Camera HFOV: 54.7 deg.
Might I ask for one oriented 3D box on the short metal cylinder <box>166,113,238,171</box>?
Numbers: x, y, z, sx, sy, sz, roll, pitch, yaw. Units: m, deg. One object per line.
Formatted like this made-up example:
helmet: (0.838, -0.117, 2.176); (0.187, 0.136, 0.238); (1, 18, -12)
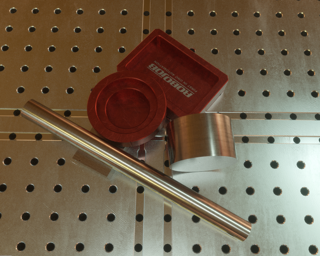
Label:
short metal cylinder: (0.049, 0.020, 0.374); (0.081, 0.080, 0.050); (-4, 70, -2)

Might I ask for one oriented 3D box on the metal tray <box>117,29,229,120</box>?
metal tray: (0.017, -0.070, 0.434); (0.130, 0.030, 0.090); (38, 74, 12)

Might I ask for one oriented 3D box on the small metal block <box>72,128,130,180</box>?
small metal block: (-0.075, 0.032, 0.399); (0.050, 0.025, 0.050); (27, 72, 9)

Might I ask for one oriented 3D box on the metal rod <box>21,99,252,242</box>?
metal rod: (-0.029, 0.050, 0.371); (0.301, 0.025, 0.025); (30, 72, 1)

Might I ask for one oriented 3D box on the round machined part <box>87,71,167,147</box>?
round machined part: (-0.041, -0.022, 0.402); (0.099, 0.042, 0.098); (0, 70, 1)
